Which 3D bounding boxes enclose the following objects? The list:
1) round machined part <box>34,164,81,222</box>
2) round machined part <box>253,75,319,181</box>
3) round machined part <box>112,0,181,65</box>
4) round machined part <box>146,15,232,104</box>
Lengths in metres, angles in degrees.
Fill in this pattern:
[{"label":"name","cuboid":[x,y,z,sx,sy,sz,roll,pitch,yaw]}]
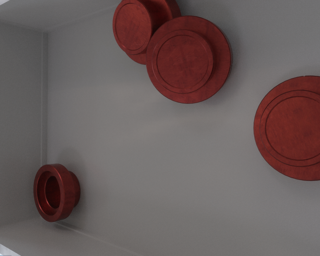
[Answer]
[{"label":"round machined part","cuboid":[-0.177,0.111,0.542,0.098,0.042,0.097,0,90,40]},{"label":"round machined part","cuboid":[0.133,0.000,0.286,0.098,0.042,0.097,0,90,40]},{"label":"round machined part","cuboid":[-0.023,-0.130,0.399,0.098,0.042,0.097,16,116,36]},{"label":"round machined part","cuboid":[0.030,-0.075,0.347,0.098,0.042,0.097,5,106,17]}]
